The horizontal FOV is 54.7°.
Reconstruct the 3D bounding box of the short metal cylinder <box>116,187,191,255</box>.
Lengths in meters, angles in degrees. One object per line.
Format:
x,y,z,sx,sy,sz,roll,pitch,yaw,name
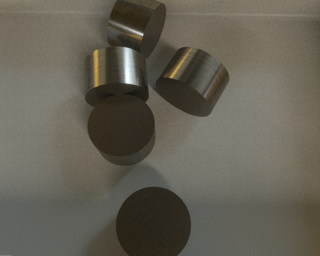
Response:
-0.007,0.111,0.355,0.081,0.050,0.080,0,70,0,short metal cylinder

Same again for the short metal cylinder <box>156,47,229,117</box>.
0.042,-0.058,0.402,0.080,0.080,0.050,29,73,10,short metal cylinder

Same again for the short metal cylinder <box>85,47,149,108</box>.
-0.056,-0.061,0.402,0.081,0.080,0.050,-5,70,-2,short metal cylinder

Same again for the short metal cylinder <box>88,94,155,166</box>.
-0.046,0.004,0.394,0.081,0.050,0.080,0,70,0,short metal cylinder

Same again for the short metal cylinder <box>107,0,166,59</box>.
-0.031,-0.142,0.432,0.050,0.080,0.080,25,72,9,short metal cylinder
